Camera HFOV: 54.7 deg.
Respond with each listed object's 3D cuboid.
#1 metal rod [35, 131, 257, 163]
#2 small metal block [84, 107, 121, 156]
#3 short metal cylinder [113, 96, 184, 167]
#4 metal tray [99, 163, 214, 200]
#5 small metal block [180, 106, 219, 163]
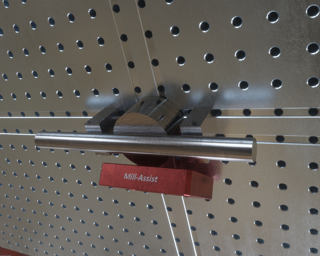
[{"bbox_3d":[-0.039,0.020,0.379,0.300,0.025,0.025,1,119,28],"label":"metal rod"},{"bbox_3d":[-0.074,0.004,0.437,0.025,0.050,0.050,-1,118,29],"label":"small metal block"},{"bbox_3d":[-0.013,0.005,0.405,0.080,0.050,0.079,13,124,21],"label":"short metal cylinder"},{"bbox_3d":[-0.004,0.072,0.419,0.130,0.090,0.030,1,76,28],"label":"metal tray"},{"bbox_3d":[0.050,0.007,0.374,0.025,0.050,0.050,-1,118,29],"label":"small metal block"}]
